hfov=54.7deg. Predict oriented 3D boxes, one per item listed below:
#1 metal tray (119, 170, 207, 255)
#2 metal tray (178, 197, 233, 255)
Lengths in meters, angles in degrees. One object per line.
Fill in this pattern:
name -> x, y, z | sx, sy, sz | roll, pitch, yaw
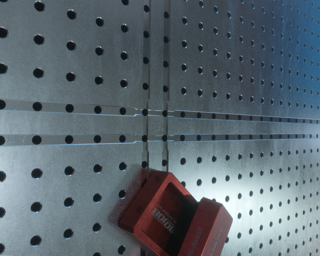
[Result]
metal tray -> 0.016, 0.131, 0.421 | 0.130, 0.030, 0.090 | 51, 60, -28
metal tray -> 0.060, 0.173, 0.436 | 0.130, 0.030, 0.090 | -63, 147, -19
